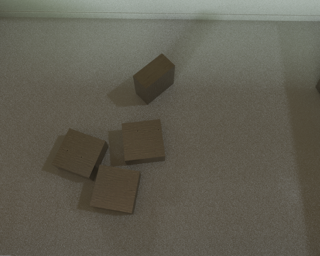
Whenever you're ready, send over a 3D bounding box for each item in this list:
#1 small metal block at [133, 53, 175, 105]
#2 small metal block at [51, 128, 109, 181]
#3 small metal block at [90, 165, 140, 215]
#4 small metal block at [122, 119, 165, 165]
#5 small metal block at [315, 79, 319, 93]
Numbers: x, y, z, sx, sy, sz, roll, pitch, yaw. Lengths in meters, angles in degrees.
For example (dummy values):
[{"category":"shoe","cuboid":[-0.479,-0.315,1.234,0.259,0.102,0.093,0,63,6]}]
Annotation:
[{"category":"small metal block","cuboid":[-0.007,-0.065,0.420,0.050,0.050,0.025,-41,75,-13]},{"category":"small metal block","cuboid":[-0.101,0.034,0.396,0.050,0.025,0.050,19,71,6]},{"category":"small metal block","cuboid":[-0.053,0.076,0.381,0.050,0.025,0.050,9,70,3]},{"category":"small metal block","cuboid":[-0.021,0.019,0.402,0.050,0.025,0.050,-7,70,-3]},{"category":"small metal block","cuboid":[0.249,-0.070,0.421,0.050,0.050,0.025,-17,58,-5]}]
